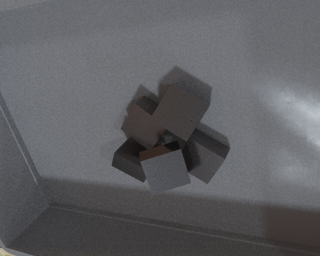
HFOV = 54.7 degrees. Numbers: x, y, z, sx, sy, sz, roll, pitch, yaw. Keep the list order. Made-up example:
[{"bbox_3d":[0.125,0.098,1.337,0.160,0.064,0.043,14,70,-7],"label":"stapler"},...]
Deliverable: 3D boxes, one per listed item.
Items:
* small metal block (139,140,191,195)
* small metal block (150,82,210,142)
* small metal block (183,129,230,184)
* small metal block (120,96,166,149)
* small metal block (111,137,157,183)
[{"bbox_3d":[0.006,0.049,0.386,0.050,0.025,0.050,-18,113,0],"label":"small metal block"},{"bbox_3d":[0.024,-0.019,0.367,0.050,0.025,0.050,32,95,6],"label":"small metal block"},{"bbox_3d":[0.054,0.037,0.399,0.050,0.025,0.050,31,128,8],"label":"small metal block"},{"bbox_3d":[-0.017,-0.006,0.409,0.050,0.025,0.050,37,129,2],"label":"small metal block"},{"bbox_3d":[-0.031,0.041,0.429,0.050,0.050,0.025,26,127,11],"label":"small metal block"}]
